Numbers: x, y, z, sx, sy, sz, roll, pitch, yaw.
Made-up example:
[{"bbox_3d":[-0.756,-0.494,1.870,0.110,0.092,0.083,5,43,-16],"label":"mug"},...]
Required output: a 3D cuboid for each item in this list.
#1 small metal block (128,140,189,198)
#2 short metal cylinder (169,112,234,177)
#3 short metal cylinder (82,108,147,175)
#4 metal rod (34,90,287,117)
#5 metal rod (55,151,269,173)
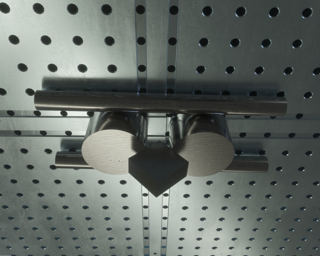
[{"bbox_3d":[-0.002,0.047,0.370,0.050,0.050,0.025,-29,140,-34],"label":"small metal block"},{"bbox_3d":[0.053,0.019,0.408,0.081,0.050,0.079,0,130,0],"label":"short metal cylinder"},{"bbox_3d":[-0.057,0.016,0.404,0.081,0.050,0.079,0,130,0],"label":"short metal cylinder"},{"bbox_3d":[0.002,-0.030,0.381,0.302,0.025,0.025,1,130,-2],"label":"metal rod"},{"bbox_3d":[0.004,0.050,0.450,0.302,0.025,0.025,2,130,-2],"label":"metal rod"}]
